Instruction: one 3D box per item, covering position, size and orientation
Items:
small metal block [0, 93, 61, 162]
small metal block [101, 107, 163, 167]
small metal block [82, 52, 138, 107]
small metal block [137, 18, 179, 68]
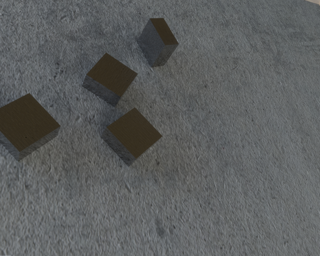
[{"bbox_3d":[-0.144,-0.001,0.327,0.050,0.025,0.050,46,51,4],"label":"small metal block"},{"bbox_3d":[-0.034,0.010,0.379,0.050,0.025,0.050,47,51,4],"label":"small metal block"},{"bbox_3d":[-0.065,-0.063,0.407,0.050,0.025,0.050,33,51,-7],"label":"small metal block"},{"bbox_3d":[-0.004,-0.127,0.463,0.025,0.050,0.050,-16,70,-34],"label":"small metal block"}]
